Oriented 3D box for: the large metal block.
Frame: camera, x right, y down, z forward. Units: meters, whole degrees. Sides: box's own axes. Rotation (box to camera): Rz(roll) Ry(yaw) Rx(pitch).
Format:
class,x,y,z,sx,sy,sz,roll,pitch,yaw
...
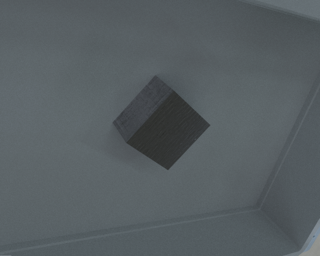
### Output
class,x,y,z,sx,sy,sz,roll,pitch,yaw
large metal block,0.002,-0.005,0.392,0.080,0.050,0.080,-48,130,5
